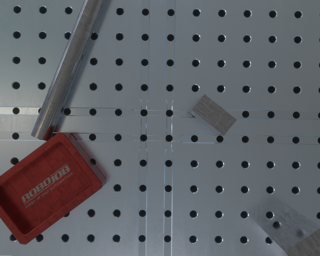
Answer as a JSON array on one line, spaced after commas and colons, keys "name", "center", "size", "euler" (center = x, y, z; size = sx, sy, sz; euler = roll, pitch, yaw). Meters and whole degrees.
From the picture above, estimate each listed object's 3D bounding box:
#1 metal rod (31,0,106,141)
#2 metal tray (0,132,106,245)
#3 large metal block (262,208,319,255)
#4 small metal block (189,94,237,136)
[{"name": "metal rod", "center": [-0.104, -0.126, 0.412], "size": [0.025, 0.025, 0.299], "euler": [22, 90, 0]}, {"name": "metal tray", "center": [-0.150, 0.077, 0.409], "size": [0.130, 0.030, 0.090], "euler": [-37, 90, 0]}, {"name": "large metal block", "center": [0.184, 0.158, 0.388], "size": [0.050, 0.080, 0.080], "euler": [-35, 90, 0]}, {"name": "small metal block", "center": [0.066, -0.016, 0.401], "size": [0.050, 0.050, 0.025], "euler": [39, 90, 0]}]
